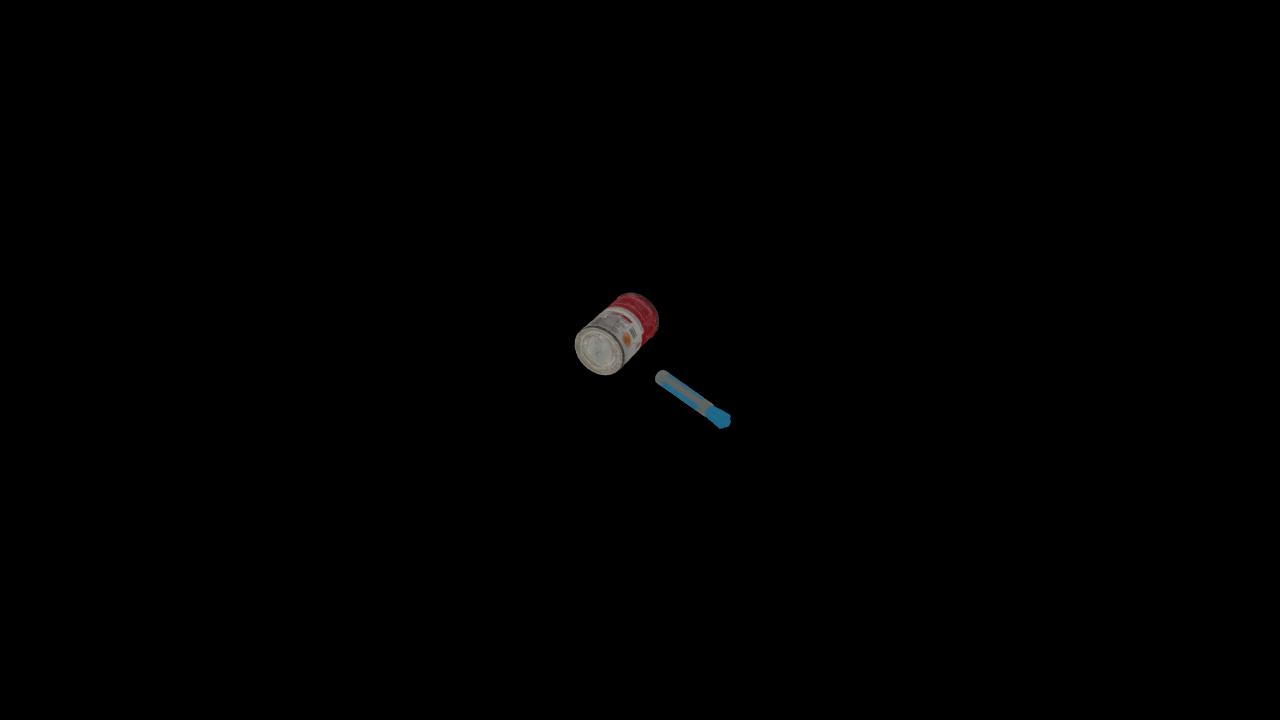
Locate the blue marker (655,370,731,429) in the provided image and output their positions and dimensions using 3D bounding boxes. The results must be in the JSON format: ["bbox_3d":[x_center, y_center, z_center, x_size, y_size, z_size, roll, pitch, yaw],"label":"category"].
[{"bbox_3d":[0.060,0.044,0.703,0.020,0.020,0.121,0,24,-38],"label":"blue marker"}]

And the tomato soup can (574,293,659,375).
[{"bbox_3d":[-0.027,-0.033,0.756,0.068,0.068,0.101,0,28,29],"label":"tomato soup can"}]
